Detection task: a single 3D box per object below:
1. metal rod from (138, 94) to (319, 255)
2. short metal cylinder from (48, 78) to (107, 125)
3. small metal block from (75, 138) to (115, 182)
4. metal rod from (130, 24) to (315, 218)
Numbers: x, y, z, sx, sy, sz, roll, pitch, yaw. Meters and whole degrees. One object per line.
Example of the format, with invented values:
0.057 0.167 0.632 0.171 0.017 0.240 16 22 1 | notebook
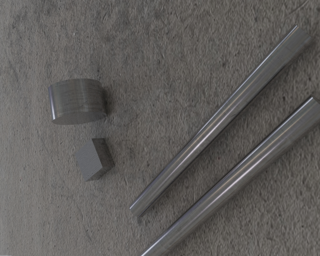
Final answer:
0.063 0.080 0.352 0.298 0.025 0.025 -51 61 28 | metal rod
-0.126 -0.038 0.473 0.080 0.081 0.050 -17 79 38 | short metal cylinder
-0.103 0.050 0.490 0.050 0.025 0.050 -39 66 33 | small metal block
0.053 0.012 0.361 0.298 0.025 0.025 -51 61 28 | metal rod
